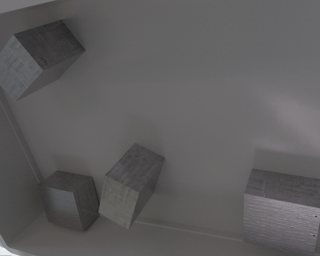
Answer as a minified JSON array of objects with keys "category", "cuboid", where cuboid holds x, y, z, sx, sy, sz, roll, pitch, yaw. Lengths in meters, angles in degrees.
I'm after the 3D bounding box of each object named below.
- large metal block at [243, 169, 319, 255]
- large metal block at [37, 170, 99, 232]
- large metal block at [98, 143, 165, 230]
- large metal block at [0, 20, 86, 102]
[{"category":"large metal block","cuboid":[0.148,0.103,0.378,0.080,0.050,0.079,7,122,24]},{"category":"large metal block","cuboid":[-0.161,0.128,0.551,0.080,0.050,0.079,5,115,26]},{"category":"large metal block","cuboid":[-0.040,0.082,0.445,0.050,0.080,0.079,26,128,12]},{"category":"large metal block","cuboid":[-0.158,-0.088,0.402,0.080,0.080,0.050,-30,102,38]}]
